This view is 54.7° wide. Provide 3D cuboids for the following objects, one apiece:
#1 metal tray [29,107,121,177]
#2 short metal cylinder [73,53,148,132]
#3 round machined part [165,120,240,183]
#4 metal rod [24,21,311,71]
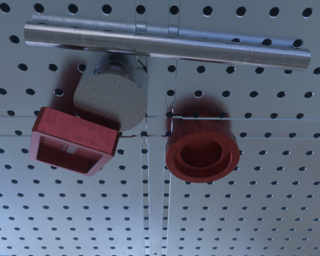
[{"bbox_3d":[-0.113,0.024,0.391,0.091,0.030,0.129,20,154,-17],"label":"metal tray"},{"bbox_3d":[-0.054,-0.041,0.360,0.081,0.050,0.079,0,130,0],"label":"short metal cylinder"},{"bbox_3d":[0.056,0.028,0.425,0.099,0.042,0.097,0,130,0],"label":"round machined part"},{"bbox_3d":[0.012,-0.088,0.336,0.302,0.025,0.025,4,130,-4],"label":"metal rod"}]
